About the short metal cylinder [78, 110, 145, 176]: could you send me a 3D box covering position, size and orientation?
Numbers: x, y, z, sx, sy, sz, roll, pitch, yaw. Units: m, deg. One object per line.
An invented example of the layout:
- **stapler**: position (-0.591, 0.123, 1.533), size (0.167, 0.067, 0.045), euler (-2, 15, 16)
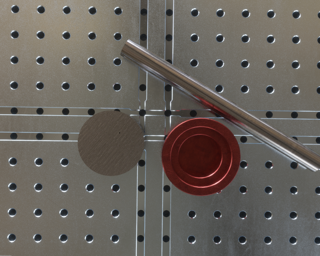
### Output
- **short metal cylinder**: position (-0.059, 0.018, 0.400), size (0.081, 0.050, 0.079), euler (0, 90, -1)

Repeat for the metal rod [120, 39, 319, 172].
- **metal rod**: position (0.083, -0.030, 0.414), size (0.301, 0.025, 0.025), euler (31, 90, -1)

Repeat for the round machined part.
- **round machined part**: position (0.051, 0.036, 0.406), size (0.099, 0.042, 0.097), euler (0, 90, -1)
